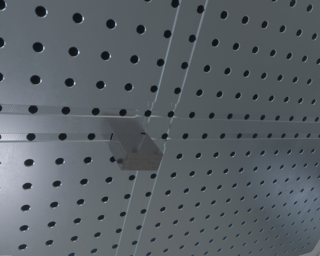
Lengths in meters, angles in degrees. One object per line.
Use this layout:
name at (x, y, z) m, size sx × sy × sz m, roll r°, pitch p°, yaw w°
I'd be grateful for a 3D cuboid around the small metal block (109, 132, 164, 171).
small metal block at (-0.031, 0.030, 0.396) m, size 0.050 × 0.050 × 0.025 m, roll 6°, pitch 116°, yaw -31°
